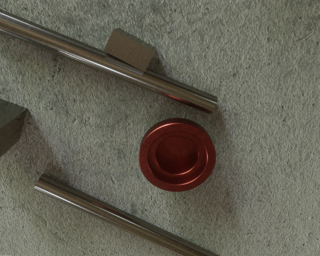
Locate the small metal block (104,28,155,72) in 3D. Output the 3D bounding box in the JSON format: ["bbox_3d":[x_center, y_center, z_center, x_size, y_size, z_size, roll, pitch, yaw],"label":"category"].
[{"bbox_3d":[-0.034,-0.093,0.362,0.050,0.050,0.025,26,108,-10],"label":"small metal block"}]

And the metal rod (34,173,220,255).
[{"bbox_3d":[-0.040,0.145,0.462,0.301,0.025,0.025,28,108,-11],"label":"metal rod"}]

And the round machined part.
[{"bbox_3d":[0.022,0.032,0.413,0.099,0.042,0.097,0,110,-1],"label":"round machined part"}]

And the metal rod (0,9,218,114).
[{"bbox_3d":[-0.071,-0.082,0.378,0.302,0.025,0.025,21,109,-8],"label":"metal rod"}]

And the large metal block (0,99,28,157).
[{"bbox_3d":[-0.222,-0.004,0.376,0.080,0.080,0.050,21,109,-8],"label":"large metal block"}]
